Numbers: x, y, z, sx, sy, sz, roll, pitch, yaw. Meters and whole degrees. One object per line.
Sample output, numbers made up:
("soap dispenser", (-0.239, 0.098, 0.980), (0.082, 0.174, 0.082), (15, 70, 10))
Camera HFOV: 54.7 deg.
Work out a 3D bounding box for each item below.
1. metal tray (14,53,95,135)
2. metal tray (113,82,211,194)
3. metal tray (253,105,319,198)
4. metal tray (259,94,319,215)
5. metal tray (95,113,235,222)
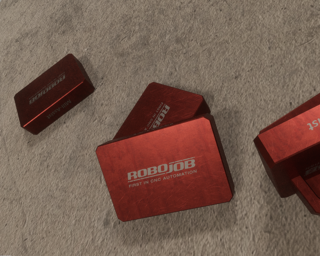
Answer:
("metal tray", (-0.183, -0.060, 0.531), (0.130, 0.030, 0.090), (-36, 51, 3))
("metal tray", (-0.006, 0.009, 0.397), (0.090, 0.030, 0.130), (21, 73, 35))
("metal tray", (0.156, 0.010, 0.273), (0.130, 0.090, 0.030), (-28, 52, 10))
("metal tray", (0.171, 0.009, 0.285), (0.130, 0.030, 0.090), (-34, 66, 6))
("metal tray", (0.005, 0.044, 0.336), (0.130, 0.030, 0.090), (-16, 95, 17))
